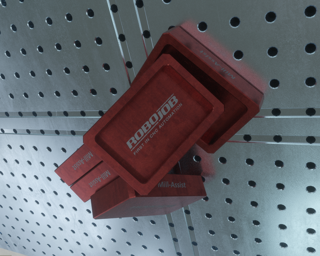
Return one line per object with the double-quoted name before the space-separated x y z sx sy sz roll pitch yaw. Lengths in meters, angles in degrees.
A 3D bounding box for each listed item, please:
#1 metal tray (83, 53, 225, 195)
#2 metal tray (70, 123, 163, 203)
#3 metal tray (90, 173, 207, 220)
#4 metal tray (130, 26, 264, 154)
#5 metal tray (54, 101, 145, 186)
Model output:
"metal tray" -0.006 -0.004 0.337 0.090 0.030 0.130 43 84 -2
"metal tray" -0.057 0.043 0.422 0.030 0.090 0.129 49 128 -6
"metal tray" -0.013 0.091 0.413 0.090 0.131 0.030 -36 57 39
"metal tray" 0.040 -0.041 0.359 0.130 0.030 0.089 39 129 1
"metal tray" -0.078 0.020 0.420 0.030 0.090 0.129 49 128 -6
